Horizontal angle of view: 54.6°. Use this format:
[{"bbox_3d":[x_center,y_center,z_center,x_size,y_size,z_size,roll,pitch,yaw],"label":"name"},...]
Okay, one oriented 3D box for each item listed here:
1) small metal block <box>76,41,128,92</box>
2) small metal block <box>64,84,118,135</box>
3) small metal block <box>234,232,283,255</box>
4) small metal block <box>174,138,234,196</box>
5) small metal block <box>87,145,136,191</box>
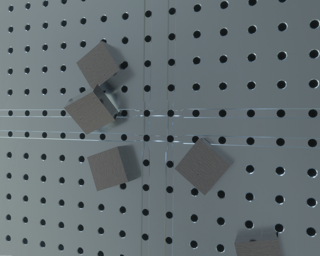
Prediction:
[{"bbox_3d":[-0.083,-0.086,0.442,0.050,0.025,0.050,-35,79,16],"label":"small metal block"},{"bbox_3d":[-0.095,-0.026,0.434,0.050,0.025,0.050,-26,116,18],"label":"small metal block"},{"bbox_3d":[0.121,0.156,0.370,0.050,0.025,0.050,-13,86,19],"label":"small metal block"},{"bbox_3d":[0.056,0.048,0.393,0.050,0.025,0.050,41,103,15],"label":"small metal block"},{"bbox_3d":[-0.068,0.057,0.437,0.050,0.025,0.050,-20,84,19],"label":"small metal block"}]
